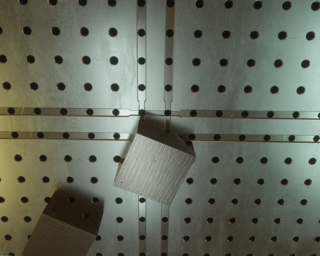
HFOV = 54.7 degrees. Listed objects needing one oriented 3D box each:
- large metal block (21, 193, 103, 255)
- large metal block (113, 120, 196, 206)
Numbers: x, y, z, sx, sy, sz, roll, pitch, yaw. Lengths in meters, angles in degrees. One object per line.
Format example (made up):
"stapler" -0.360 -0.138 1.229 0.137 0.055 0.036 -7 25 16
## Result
"large metal block" -0.142 0.155 0.455 0.080 0.050 0.080 27 108 -10
"large metal block" -0.008 0.047 0.417 0.080 0.050 0.079 22 108 -9
